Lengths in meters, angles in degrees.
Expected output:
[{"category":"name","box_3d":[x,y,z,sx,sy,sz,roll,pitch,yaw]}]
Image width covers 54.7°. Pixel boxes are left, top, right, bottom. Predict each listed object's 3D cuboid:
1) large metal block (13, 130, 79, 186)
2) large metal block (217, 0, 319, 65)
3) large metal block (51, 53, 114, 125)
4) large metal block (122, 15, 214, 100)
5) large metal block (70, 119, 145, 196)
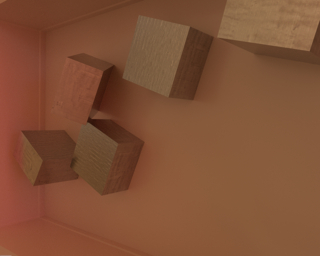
[{"category":"large metal block","box_3d":[-0.185,0.047,0.520,0.080,0.081,0.050,41,115,32]},{"category":"large metal block","box_3d":[0.112,-0.092,0.278,0.080,0.081,0.050,22,104,37]},{"category":"large metal block","box_3d":[-0.110,-0.059,0.450,0.050,0.080,0.079,21,107,-5]},{"category":"large metal block","box_3d":[0.008,-0.086,0.382,0.080,0.050,0.079,27,107,36]},{"category":"large metal block","box_3d":[-0.079,0.039,0.453,0.080,0.050,0.079,31,109,35]}]
